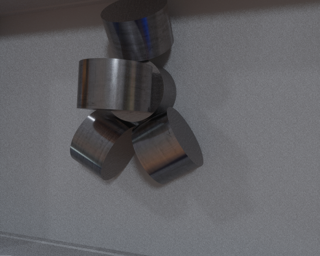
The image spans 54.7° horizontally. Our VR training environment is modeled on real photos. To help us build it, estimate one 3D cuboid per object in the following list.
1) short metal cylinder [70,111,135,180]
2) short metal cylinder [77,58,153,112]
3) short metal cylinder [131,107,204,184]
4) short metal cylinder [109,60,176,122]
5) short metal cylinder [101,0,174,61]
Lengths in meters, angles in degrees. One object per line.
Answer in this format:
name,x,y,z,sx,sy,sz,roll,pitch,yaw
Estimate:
short metal cylinder,-0.069,0.021,0.404,0.050,0.080,0.080,31,100,18
short metal cylinder,-0.050,-0.044,0.343,0.080,0.080,0.050,4,91,20
short metal cylinder,0.010,0.021,0.376,0.050,0.080,0.080,-30,80,18
short metal cylinder,-0.025,-0.047,0.403,0.080,0.050,0.080,0,90,20
short metal cylinder,-0.027,-0.125,0.382,0.080,0.080,0.050,4,134,20
